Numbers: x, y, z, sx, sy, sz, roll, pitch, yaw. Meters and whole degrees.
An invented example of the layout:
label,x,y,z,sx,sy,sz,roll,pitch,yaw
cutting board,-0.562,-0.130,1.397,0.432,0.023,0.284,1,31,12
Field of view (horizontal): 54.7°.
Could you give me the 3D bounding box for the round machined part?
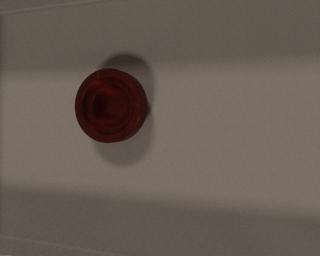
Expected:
label,x,y,z,sx,sy,sz,roll,pitch,yaw
round machined part,-0.062,-0.029,0.422,0.098,0.042,0.097,0,90,19
